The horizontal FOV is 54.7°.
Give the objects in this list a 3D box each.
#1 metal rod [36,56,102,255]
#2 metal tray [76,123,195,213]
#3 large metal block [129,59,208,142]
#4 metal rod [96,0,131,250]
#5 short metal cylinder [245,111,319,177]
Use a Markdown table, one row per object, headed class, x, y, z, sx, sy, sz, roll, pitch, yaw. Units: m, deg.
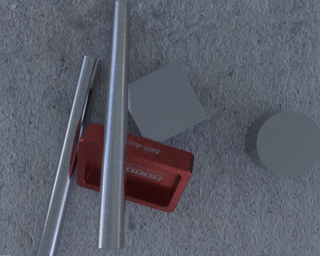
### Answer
| class | x | y | z | sx | sy | sz | roll | pitch | yaw |
| --- | --- | --- | --- | --- | --- | --- | --- | --- | --- |
| metal rod | -0.123 | 0.054 | 0.408 | 0.025 | 0.025 | 0.298 | 13 | 90 | -1 |
| metal tray | -0.033 | 0.052 | 0.380 | 0.131 | 0.030 | 0.089 | 17 | 133 | -1 |
| large metal block | 0.004 | -0.029 | 0.398 | 0.080 | 0.050 | 0.080 | -28 | 90 | -1 |
| metal rod | -0.048 | -0.025 | 0.347 | 0.025 | 0.025 | 0.299 | -1 | 64 | 0 |
| short metal cylinder | 0.157 | 0.019 | 0.400 | 0.081 | 0.050 | 0.079 | 0 | 90 | -1 |
